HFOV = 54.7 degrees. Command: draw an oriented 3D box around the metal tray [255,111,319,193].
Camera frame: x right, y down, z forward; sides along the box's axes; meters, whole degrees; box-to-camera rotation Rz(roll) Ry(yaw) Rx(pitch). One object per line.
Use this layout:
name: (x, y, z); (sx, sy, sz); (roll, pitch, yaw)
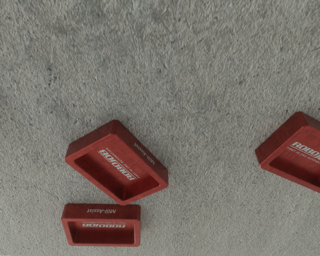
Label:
metal tray: (0.215, 0.039, 0.439); (0.131, 0.030, 0.089); (23, 126, -19)

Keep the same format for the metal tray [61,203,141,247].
metal tray: (-0.100, 0.174, 0.550); (0.131, 0.030, 0.089); (1, 130, -2)

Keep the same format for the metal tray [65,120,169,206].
metal tray: (-0.059, 0.056, 0.450); (0.090, 0.030, 0.130); (-27, 125, 21)
